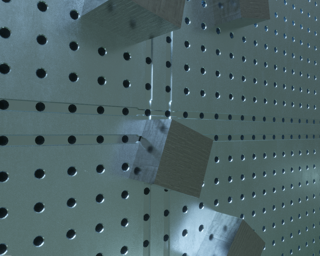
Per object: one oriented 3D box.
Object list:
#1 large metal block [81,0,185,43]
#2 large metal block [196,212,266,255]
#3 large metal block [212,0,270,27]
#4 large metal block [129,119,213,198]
[{"bbox_3d":[-0.029,-0.142,0.348,0.080,0.080,0.050,15,81,-39],"label":"large metal block"},{"bbox_3d":[0.112,0.192,0.485,0.080,0.050,0.080,47,62,-30],"label":"large metal block"},{"bbox_3d":[0.129,-0.211,0.499,0.081,0.050,0.080,-14,99,-39],"label":"large metal block"},{"bbox_3d":[0.017,0.040,0.406,0.080,0.050,0.080,26,74,-37],"label":"large metal block"}]
